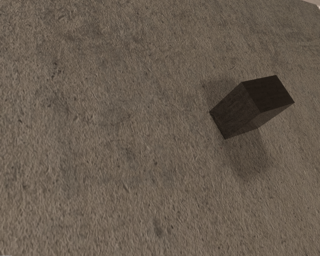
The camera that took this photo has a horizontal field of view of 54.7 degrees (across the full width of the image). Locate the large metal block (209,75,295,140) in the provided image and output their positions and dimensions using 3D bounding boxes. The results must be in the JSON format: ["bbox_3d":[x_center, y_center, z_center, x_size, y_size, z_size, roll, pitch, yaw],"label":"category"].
[{"bbox_3d":[0.135,-0.031,0.463,0.081,0.080,0.050,-15,70,-34],"label":"large metal block"}]
